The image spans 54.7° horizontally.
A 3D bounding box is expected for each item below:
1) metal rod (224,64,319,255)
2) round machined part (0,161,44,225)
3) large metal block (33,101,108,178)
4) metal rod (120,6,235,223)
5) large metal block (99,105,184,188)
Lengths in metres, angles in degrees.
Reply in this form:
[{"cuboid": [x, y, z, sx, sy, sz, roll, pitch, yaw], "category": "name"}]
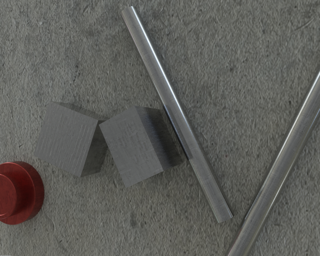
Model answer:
[{"cuboid": [0.149, 0.026, 0.356, 0.025, 0.025, 0.298, 26, 98, 18], "category": "metal rod"}, {"cuboid": [-0.234, 0.102, 0.480, 0.098, 0.042, 0.097, 0, 90, 19], "category": "round machined part"}, {"cuboid": [-0.119, 0.014, 0.436, 0.080, 0.050, 0.080, 21, 97, 18], "category": "large metal block"}, {"cuboid": [0.019, -0.024, 0.401, 0.025, 0.025, 0.299, -27, 81, 18], "category": "metal rod"}, {"cuboid": [-0.020, 0.021, 0.386, 0.050, 0.080, 0.080, -27, 81, 18], "category": "large metal block"}]
